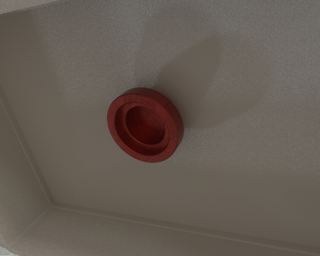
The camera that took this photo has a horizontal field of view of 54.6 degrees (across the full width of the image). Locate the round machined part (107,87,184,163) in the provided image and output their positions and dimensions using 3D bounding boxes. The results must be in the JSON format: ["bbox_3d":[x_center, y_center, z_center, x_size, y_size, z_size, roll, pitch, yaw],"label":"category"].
[{"bbox_3d":[-0.015,-0.007,0.398,0.098,0.042,0.097,13,124,21],"label":"round machined part"}]
